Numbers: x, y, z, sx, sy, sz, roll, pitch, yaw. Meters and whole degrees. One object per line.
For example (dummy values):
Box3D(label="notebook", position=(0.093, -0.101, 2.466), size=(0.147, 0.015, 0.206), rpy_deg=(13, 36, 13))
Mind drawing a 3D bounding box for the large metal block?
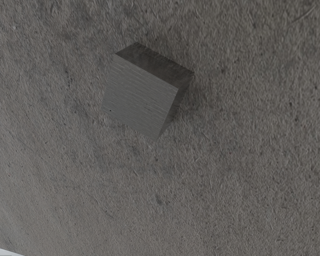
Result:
Box3D(label="large metal block", position=(-0.017, -0.044, 0.373), size=(0.080, 0.050, 0.079), rpy_deg=(30, 128, 9))
